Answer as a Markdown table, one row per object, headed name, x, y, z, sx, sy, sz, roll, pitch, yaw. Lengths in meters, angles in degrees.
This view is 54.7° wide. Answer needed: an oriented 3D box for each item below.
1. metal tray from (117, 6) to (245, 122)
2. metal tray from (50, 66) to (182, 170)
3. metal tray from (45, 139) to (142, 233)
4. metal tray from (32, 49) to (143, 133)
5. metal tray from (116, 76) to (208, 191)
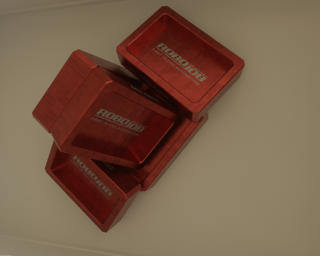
| name | x | y | z | sx | sy | sz | roll | pitch | yaw |
| --- | --- | --- | --- | --- | --- | --- | --- | --- | --- |
| metal tray | 0.024 | -0.081 | 0.379 | 0.130 | 0.030 | 0.090 | 41 | 77 | 15 |
| metal tray | -0.044 | -0.004 | 0.355 | 0.090 | 0.131 | 0.030 | -52 | 51 | 12 |
| metal tray | -0.095 | 0.067 | 0.420 | 0.130 | 0.030 | 0.089 | 41 | 127 | 14 |
| metal tray | -0.079 | -0.037 | 0.379 | 0.030 | 0.130 | 0.090 | 42 | 103 | 15 |
| metal tray | -0.011 | 0.006 | 0.409 | 0.090 | 0.030 | 0.130 | 41 | 102 | 15 |
